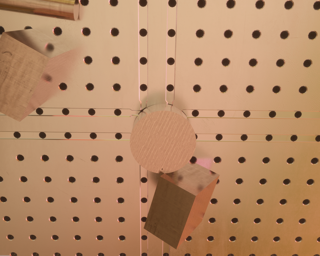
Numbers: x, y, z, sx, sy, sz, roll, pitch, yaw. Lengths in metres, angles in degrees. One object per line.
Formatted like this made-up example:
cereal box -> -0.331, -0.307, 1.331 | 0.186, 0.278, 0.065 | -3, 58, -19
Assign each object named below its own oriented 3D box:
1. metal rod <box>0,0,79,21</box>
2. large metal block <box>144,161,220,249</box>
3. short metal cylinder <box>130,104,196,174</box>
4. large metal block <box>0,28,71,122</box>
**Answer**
metal rod -> -0.247, -0.157, 0.353 | 0.302, 0.025, 0.025 | 7, 110, -3
large metal block -> 0.030, 0.097, 0.412 | 0.050, 0.080, 0.079 | 25, 112, 24
short metal cylinder -> 0.003, 0.012, 0.400 | 0.081, 0.050, 0.079 | 0, 104, -2
large metal block -> -0.154, -0.064, 0.359 | 0.050, 0.080, 0.080 | 30, 107, -10
